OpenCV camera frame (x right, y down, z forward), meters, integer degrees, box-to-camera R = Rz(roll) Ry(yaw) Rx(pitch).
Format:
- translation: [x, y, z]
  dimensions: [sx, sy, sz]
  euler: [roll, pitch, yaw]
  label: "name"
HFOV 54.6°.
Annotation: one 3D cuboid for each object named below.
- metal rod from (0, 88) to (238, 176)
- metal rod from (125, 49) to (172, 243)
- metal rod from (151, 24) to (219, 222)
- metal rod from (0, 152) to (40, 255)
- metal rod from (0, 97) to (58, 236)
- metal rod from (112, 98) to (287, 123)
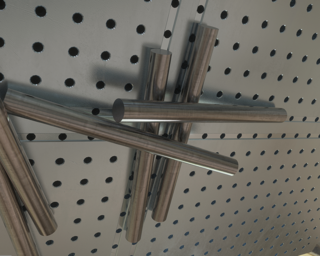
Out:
- translation: [-0.026, 0.014, 0.375]
  dimensions: [0.302, 0.025, 0.025]
  euler: [18, 109, -26]
  label: "metal rod"
- translation: [-0.021, 0.043, 0.425]
  dimensions: [0.025, 0.025, 0.298]
  euler: [-5, 121, -26]
  label: "metal rod"
- translation: [0.028, 0.011, 0.432]
  dimensions: [0.025, 0.025, 0.298]
  euler: [-2, 119, -28]
  label: "metal rod"
- translation: [-0.180, 0.082, 0.363]
  dimensions: [0.025, 0.025, 0.298]
  euler: [-15, 125, -20]
  label: "metal rod"
- translation: [-0.156, 0.018, 0.316]
  dimensions: [0.025, 0.025, 0.298]
  euler: [-19, 132, -18]
  label: "metal rod"
- translation: [0.076, -0.019, 0.412]
  dimensions: [0.302, 0.025, 0.025]
  euler: [-1, 119, -38]
  label: "metal rod"
